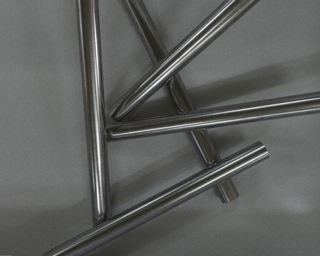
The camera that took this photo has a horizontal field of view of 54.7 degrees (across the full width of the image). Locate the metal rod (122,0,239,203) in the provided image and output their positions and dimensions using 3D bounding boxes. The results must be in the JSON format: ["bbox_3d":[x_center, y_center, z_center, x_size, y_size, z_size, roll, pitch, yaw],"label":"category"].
[{"bbox_3d":[0.027,-0.040,0.411,0.025,0.025,0.299,-26,90,0],"label":"metal rod"}]

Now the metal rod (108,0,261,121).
[{"bbox_3d":[0.046,-0.102,0.349,0.299,0.025,0.025,-39,90,25],"label":"metal rod"}]

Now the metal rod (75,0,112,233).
[{"bbox_3d":[-0.079,-0.009,0.378,0.025,0.025,0.298,-1,103,0],"label":"metal rod"}]

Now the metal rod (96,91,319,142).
[{"bbox_3d":[0.055,-0.011,0.382,0.301,0.025,0.025,-8,90,11],"label":"metal rod"}]

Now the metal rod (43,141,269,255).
[{"bbox_3d":[-0.004,0.096,0.385,0.301,0.025,0.025,-28,90,0],"label":"metal rod"}]
